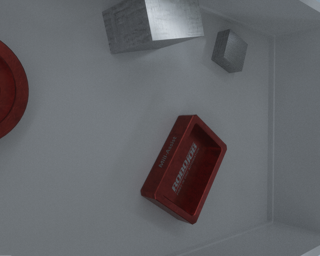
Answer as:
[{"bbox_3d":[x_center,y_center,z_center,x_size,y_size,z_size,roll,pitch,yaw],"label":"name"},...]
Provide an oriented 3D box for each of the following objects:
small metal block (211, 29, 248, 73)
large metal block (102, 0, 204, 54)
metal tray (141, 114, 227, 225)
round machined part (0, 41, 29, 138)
[{"bbox_3d":[0.114,-0.124,0.505,0.050,0.025,0.050,25,74,-38],"label":"small metal block"},{"bbox_3d":[-0.008,-0.123,0.365,0.081,0.080,0.050,-19,102,-39],"label":"large metal block"},{"bbox_3d":[0.039,0.057,0.438,0.090,0.030,0.130,42,65,-32],"label":"metal tray"},{"bbox_3d":[-0.167,-0.032,0.256,0.099,0.042,0.097,0,90,-40],"label":"round machined part"}]
